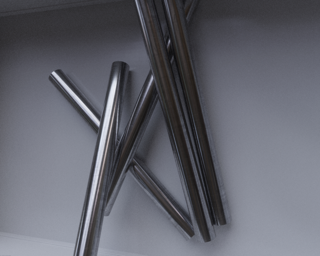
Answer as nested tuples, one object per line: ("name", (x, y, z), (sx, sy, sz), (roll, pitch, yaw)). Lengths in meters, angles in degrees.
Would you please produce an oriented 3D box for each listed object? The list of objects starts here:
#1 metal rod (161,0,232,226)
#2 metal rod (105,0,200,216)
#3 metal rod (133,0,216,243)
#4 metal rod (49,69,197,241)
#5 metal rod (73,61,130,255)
("metal rod", (0.043, -0.029, 0.376), (0.025, 0.025, 0.298), (-12, 93, 19))
("metal rod", (-0.019, -0.030, 0.398), (0.025, 0.025, 0.299), (23, 91, 18))
("metal rod", (0.018, -0.011, 0.372), (0.025, 0.025, 0.298), (-14, 91, 19))
("metal rod", (-0.056, 0.028, 0.429), (0.025, 0.025, 0.300), (-46, 76, 14))
("metal rod", (-0.070, 0.050, 0.370), (0.025, 0.025, 0.299), (-3, 64, 19))
